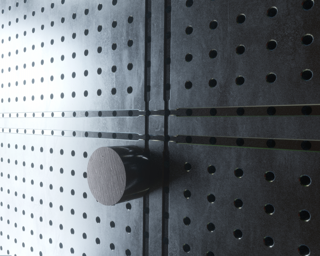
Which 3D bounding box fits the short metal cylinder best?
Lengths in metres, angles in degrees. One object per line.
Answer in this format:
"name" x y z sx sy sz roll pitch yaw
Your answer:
"short metal cylinder" -0.058 0.065 0.439 0.080 0.050 0.079 0 90 39
